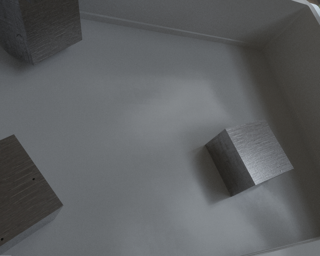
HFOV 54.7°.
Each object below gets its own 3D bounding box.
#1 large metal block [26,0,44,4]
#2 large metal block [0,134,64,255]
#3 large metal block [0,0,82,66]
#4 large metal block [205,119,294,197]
[{"bbox_3d":[-0.133,-0.180,0.301,0.080,0.079,0.050,35,51,26],"label":"large metal block"},{"bbox_3d":[-0.146,0.065,0.271,0.081,0.050,0.080,-31,79,-38],"label":"large metal block"},{"bbox_3d":[-0.143,-0.134,0.366,0.050,0.079,0.080,27,48,20],"label":"large metal block"},{"bbox_3d":[0.123,0.040,0.432,0.081,0.050,0.080,-12,68,-33],"label":"large metal block"}]
